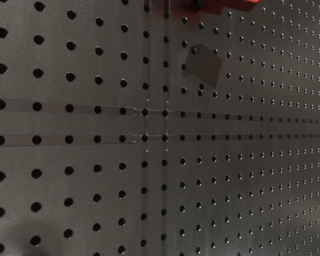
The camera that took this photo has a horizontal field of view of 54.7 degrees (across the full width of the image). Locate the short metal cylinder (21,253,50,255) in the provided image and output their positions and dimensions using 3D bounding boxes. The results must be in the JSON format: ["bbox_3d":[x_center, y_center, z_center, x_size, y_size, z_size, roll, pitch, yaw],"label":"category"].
[{"bbox_3d":[-0.120,0.167,0.294,0.081,0.050,0.079,0,90,-40],"label":"short metal cylinder"}]

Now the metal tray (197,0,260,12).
[{"bbox_3d":[0.110,-0.249,0.465,0.091,0.030,0.129,10,83,-5],"label":"metal tray"}]

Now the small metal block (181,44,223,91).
[{"bbox_3d":[0.064,-0.090,0.465,0.050,0.025,0.050,26,74,-37],"label":"small metal block"}]

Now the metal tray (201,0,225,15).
[{"bbox_3d":[0.089,-0.244,0.445,0.030,0.090,0.129,11,81,5],"label":"metal tray"}]
